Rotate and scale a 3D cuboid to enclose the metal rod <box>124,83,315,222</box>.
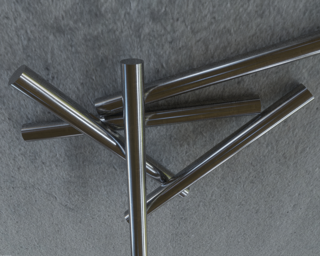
[{"bbox_3d":[0.067,0.045,0.418,0.299,0.025,0.025,-39,121,18],"label":"metal rod"}]

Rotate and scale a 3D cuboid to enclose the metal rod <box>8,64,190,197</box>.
[{"bbox_3d":[-0.051,0.023,0.396,0.025,0.025,0.301,-29,134,22],"label":"metal rod"}]

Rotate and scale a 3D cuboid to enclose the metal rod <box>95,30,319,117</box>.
[{"bbox_3d":[0.067,-0.064,0.353,0.301,0.025,0.025,-15,129,12],"label":"metal rod"}]

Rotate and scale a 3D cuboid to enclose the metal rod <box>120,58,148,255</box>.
[{"bbox_3d":[-0.030,0.062,0.396,0.025,0.025,0.298,0,117,-1],"label":"metal rod"}]

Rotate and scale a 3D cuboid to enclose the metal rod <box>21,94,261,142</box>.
[{"bbox_3d":[-0.027,-0.012,0.396,0.302,0.025,0.025,-7,130,5],"label":"metal rod"}]
